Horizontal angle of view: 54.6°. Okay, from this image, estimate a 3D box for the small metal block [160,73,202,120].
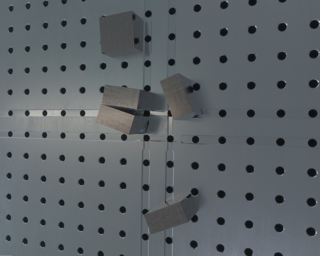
[{"bbox_3d":[0.028,-0.037,0.390,0.025,0.050,0.050,-22,83,19],"label":"small metal block"}]

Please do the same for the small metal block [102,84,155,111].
[{"bbox_3d":[-0.041,-0.040,0.414,0.050,0.050,0.025,10,94,20],"label":"small metal block"}]

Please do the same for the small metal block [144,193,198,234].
[{"bbox_3d":[0.015,0.108,0.394,0.050,0.050,0.025,-24,82,18],"label":"small metal block"}]

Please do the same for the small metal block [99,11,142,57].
[{"bbox_3d":[-0.055,-0.130,0.432,0.050,0.025,0.050,-4,89,20],"label":"small metal block"}]

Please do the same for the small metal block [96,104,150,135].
[{"bbox_3d":[-0.049,-0.012,0.417,0.050,0.050,0.025,20,97,19],"label":"small metal block"}]
